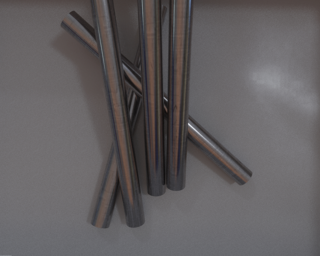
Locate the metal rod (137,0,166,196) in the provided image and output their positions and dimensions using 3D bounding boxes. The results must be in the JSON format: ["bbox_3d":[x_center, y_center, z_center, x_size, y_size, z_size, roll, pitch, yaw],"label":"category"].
[{"bbox_3d":[-0.009,-0.052,0.351,0.025,0.025,0.298,-2,115,0],"label":"metal rod"}]

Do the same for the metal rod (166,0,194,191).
[{"bbox_3d":[0.021,-0.061,0.345,0.025,0.025,0.298,0,114,0],"label":"metal rod"}]

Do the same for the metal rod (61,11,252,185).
[{"bbox_3d":[0.002,-0.032,0.390,0.300,0.025,0.025,41,90,-8],"label":"metal rod"}]

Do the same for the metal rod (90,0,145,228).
[{"bbox_3d":[-0.049,-0.017,0.371,0.025,0.025,0.298,-7,106,0],"label":"metal rod"}]

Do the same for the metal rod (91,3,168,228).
[{"bbox_3d":[-0.041,-0.016,0.410,0.025,0.025,0.298,15,90,0],"label":"metal rod"}]
